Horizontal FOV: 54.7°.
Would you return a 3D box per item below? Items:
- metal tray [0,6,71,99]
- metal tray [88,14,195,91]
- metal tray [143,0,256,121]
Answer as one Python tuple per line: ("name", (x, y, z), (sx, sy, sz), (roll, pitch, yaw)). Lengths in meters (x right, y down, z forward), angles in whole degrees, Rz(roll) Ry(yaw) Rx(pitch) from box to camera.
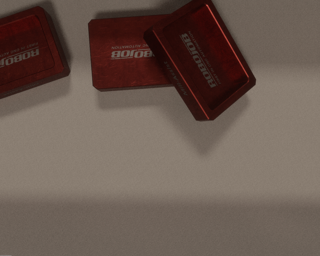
("metal tray", (-0.197, -0.093, 0.406), (0.131, 0.030, 0.090), (-19, 90, -1))
("metal tray", (-0.024, -0.098, 0.409), (0.131, 0.030, 0.089), (-4, 90, -1))
("metal tray", (0.052, -0.084, 0.381), (0.090, 0.030, 0.130), (-39, 104, -21))
